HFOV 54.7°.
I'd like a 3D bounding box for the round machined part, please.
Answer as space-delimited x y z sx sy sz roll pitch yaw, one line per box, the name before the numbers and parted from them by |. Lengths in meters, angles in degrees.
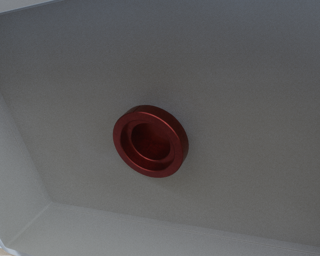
round machined part | -0.008 0.013 0.404 0.098 0.042 0.097 13 124 20
